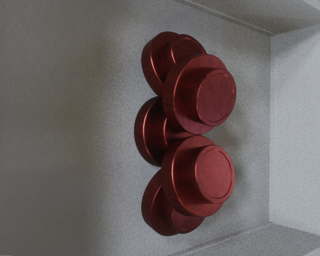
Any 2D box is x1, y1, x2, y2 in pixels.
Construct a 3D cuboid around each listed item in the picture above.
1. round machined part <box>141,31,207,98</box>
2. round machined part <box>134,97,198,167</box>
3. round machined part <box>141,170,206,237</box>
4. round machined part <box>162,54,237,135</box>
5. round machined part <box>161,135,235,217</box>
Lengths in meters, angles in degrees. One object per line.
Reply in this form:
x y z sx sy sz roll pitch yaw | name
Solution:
0.028 -0.082 0.402 0.099 0.042 0.098 16 64 -35 | round machined part
0.018 0.004 0.408 0.099 0.042 0.097 1 88 -40 | round machined part
0.028 0.096 0.399 0.099 0.042 0.097 -15 114 -36 | round machined part
0.054 -0.039 0.372 0.099 0.042 0.097 -13 110 -37 | round machined part
0.052 0.056 0.371 0.099 0.042 0.098 11 72 -38 | round machined part
